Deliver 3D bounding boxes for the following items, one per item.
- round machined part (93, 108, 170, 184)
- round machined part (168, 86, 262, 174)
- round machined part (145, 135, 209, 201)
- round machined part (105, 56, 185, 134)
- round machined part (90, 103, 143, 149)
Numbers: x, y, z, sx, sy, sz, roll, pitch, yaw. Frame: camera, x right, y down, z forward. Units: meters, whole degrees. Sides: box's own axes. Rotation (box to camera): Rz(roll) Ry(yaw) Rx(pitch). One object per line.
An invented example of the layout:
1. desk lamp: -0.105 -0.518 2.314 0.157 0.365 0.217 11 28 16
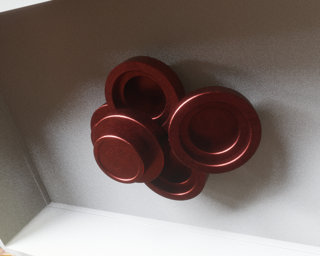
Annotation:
1. round machined part: -0.041 0.029 0.377 0.098 0.042 0.097 13 124 20
2. round machined part: 0.060 -0.001 0.349 0.099 0.042 0.097 2 114 4
3. round machined part: 0.019 0.045 0.412 0.098 0.042 0.097 13 124 20
4. round machined part: -0.014 -0.040 0.377 0.098 0.042 0.097 13 124 20
5. round machined part: -0.056 0.012 0.428 0.098 0.042 0.097 13 124 20
